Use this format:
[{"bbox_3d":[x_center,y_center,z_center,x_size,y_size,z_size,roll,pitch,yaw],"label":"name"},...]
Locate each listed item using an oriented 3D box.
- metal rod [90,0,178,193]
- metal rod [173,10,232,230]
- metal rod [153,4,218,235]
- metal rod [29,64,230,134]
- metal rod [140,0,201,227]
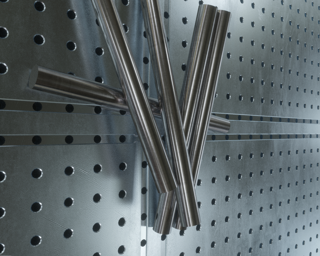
[{"bbox_3d":[-0.039,-0.069,0.350,0.025,0.025,0.298,-23,96,-38],"label":"metal rod"},{"bbox_3d":[0.055,-0.008,0.425,0.025,0.025,0.298,7,95,-40],"label":"metal rod"},{"bbox_3d":[0.032,-0.009,0.406,0.025,0.025,0.298,9,94,-40],"label":"metal rod"},{"bbox_3d":[-0.011,-0.027,0.401,0.302,0.025,0.025,12,83,-40],"label":"metal rod"},{"bbox_3d":[0.011,-0.030,0.386,0.025,0.025,0.298,-6,84,-40],"label":"metal rod"}]
